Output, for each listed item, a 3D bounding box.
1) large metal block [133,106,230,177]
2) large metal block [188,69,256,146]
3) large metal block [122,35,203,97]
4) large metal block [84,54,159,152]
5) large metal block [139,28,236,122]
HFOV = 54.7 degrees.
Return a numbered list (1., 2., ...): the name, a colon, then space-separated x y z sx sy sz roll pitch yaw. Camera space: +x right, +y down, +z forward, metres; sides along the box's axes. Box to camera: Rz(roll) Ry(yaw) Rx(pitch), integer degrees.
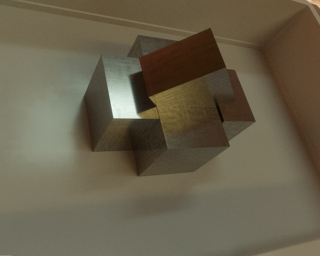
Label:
1. large metal block: 0.021 0.017 0.369 0.081 0.080 0.050 0 62 -28
2. large metal block: 0.071 -0.024 0.419 0.050 0.080 0.080 0 62 -29
3. large metal block: -0.002 -0.071 0.411 0.081 0.080 0.050 0 62 -28
4. large metal block: -0.048 -0.026 0.359 0.050 0.080 0.080 0 62 -28
5. large metal block: 0.033 -0.053 0.346 0.080 0.080 0.050 45 27 -62
